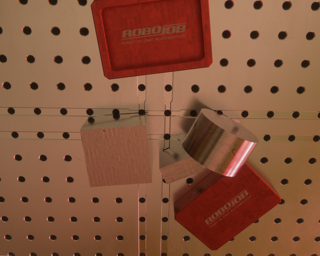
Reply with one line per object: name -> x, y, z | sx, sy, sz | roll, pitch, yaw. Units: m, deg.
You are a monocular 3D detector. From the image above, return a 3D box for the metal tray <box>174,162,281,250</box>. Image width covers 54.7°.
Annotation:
metal tray -> 0.096, 0.110, 0.453 | 0.130, 0.030, 0.090 | -43, 105, 14

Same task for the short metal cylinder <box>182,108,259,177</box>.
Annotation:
short metal cylinder -> 0.076, 0.017, 0.392 | 0.080, 0.080, 0.050 | 24, 108, -9

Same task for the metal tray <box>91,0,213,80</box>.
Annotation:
metal tray -> -0.007, -0.112, 0.369 | 0.131, 0.030, 0.089 | -7, 110, 2

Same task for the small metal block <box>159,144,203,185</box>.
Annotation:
small metal block -> 0.027, 0.045, 0.417 | 0.050, 0.050, 0.025 | -22, 109, 7

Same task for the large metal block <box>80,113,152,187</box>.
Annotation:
large metal block -> -0.054, 0.028, 0.410 | 0.081, 0.050, 0.079 | -4, 110, 1
